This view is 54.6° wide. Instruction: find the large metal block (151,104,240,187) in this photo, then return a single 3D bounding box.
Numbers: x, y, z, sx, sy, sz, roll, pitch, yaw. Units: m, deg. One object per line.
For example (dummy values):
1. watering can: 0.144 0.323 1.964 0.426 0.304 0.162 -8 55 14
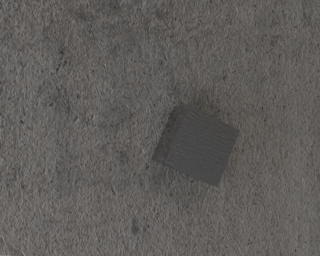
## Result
1. large metal block: 0.047 0.023 0.413 0.080 0.050 0.080 26 82 -18
